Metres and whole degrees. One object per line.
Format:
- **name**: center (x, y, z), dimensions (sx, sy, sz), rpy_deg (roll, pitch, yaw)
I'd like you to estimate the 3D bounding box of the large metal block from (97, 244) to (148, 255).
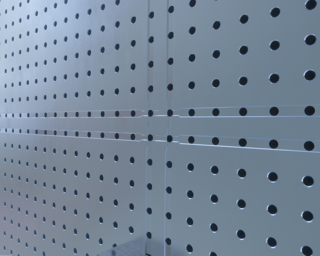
- **large metal block**: center (-0.045, 0.220, 0.431), dimensions (0.080, 0.050, 0.080), rpy_deg (7, 94, 40)
